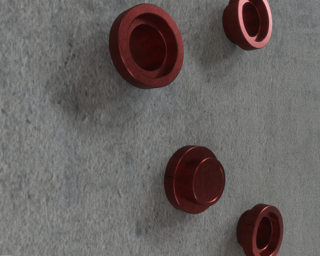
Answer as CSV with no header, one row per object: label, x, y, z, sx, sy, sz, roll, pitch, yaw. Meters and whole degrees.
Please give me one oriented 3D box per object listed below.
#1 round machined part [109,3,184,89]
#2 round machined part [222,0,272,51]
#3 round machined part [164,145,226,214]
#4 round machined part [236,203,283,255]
round machined part,-0.020,-0.096,0.378,0.099,0.042,0.097,0,90,-40
round machined part,0.141,-0.177,0.515,0.099,0.042,0.097,0,90,-40
round machined part,0.056,0.074,0.444,0.099,0.042,0.097,0,90,-40
round machined part,0.171,0.181,0.541,0.099,0.042,0.097,0,90,-40
